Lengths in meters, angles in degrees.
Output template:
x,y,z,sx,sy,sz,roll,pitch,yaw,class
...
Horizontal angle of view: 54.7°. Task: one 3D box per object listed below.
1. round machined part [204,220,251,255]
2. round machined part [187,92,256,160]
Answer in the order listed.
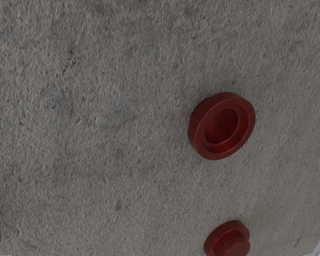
x,y,z,sx,sy,sz,roll,pitch,yaw,class
0.140,0.235,0.618,0.099,0.042,0.097,-14,124,-21,round machined part
0.081,-0.006,0.436,0.099,0.042,0.097,-14,124,-21,round machined part
